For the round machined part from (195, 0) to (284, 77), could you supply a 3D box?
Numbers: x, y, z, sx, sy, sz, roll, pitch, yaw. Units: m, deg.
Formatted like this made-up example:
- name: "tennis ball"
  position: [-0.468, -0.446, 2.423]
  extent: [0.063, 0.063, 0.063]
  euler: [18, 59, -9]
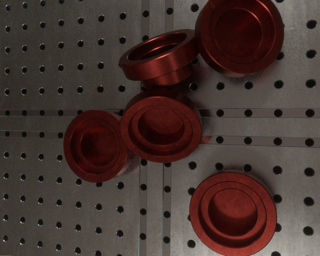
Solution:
- name: "round machined part"
  position: [0.087, -0.107, 0.358]
  extent: [0.099, 0.042, 0.097]
  euler: [0, 88, -10]

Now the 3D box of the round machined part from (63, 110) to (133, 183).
- name: "round machined part"
  position: [-0.080, 0.024, 0.431]
  extent: [0.098, 0.042, 0.097]
  euler: [0, 90, 19]

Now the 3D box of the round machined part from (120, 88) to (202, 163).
- name: "round machined part"
  position: [0.002, -0.006, 0.385]
  extent: [0.099, 0.042, 0.097]
  euler: [3, 125, 4]

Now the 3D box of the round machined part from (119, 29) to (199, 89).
- name: "round machined part"
  position: [0.003, -0.082, 0.382]
  extent: [0.098, 0.098, 0.042]
  euler: [-12, 120, 19]

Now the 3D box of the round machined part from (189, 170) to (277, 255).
- name: "round machined part"
  position: [0.088, 0.099, 0.372]
  extent: [0.098, 0.042, 0.097]
  euler: [0, 90, 19]
